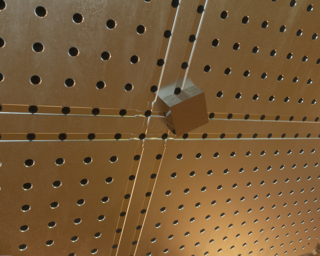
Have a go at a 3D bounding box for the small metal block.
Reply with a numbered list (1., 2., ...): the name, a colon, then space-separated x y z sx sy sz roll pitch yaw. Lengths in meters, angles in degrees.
1. small metal block: 0.034 -0.023 0.415 0.050 0.025 0.050 -25 128 -13
